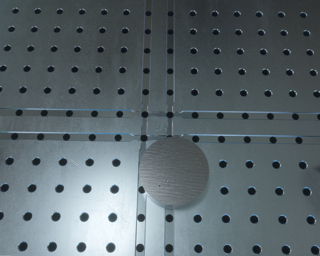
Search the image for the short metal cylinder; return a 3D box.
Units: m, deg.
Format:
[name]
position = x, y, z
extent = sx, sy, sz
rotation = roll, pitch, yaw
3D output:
[short metal cylinder]
position = 0.016, 0.056, 0.378
extent = 0.081, 0.050, 0.080
rotation = 0, 70, 0
